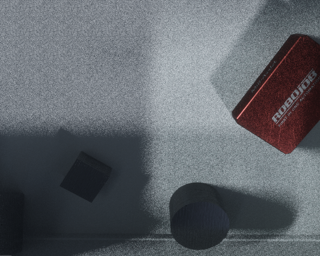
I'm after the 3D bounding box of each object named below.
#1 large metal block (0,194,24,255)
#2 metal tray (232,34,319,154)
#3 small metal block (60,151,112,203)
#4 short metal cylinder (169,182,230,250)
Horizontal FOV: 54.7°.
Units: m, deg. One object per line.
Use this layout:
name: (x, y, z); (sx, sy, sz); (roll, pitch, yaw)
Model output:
large metal block: (-0.225, 0.130, 0.411); (0.050, 0.080, 0.080); (-4, 78, 1)
metal tray: (0.167, -0.041, 0.396); (0.090, 0.030, 0.129); (31, 107, -11)
small metal block: (-0.103, 0.069, 0.435); (0.050, 0.025, 0.050); (32, 107, -12)
short metal cylinder: (0.054, 0.126, 0.445); (0.081, 0.050, 0.079); (0, 110, -1)
